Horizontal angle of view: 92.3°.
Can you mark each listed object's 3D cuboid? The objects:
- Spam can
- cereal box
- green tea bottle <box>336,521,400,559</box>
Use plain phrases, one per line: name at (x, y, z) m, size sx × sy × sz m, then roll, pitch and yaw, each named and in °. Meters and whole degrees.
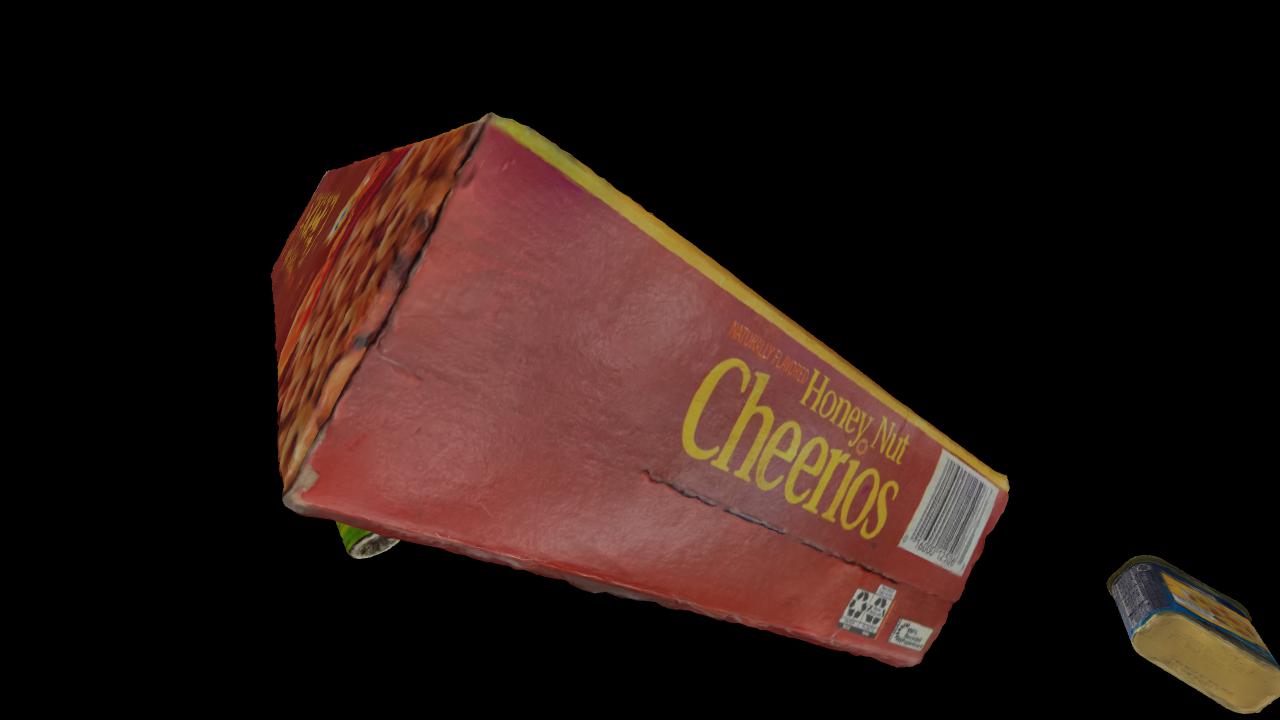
Spam can at (0.469, 0.230, 0.523) m, size 0.101 × 0.058 × 0.085 m, roll 31°, pitch 26°, yaw 15°
cereal box at (-0.041, -0.004, 0.270) m, size 0.203 × 0.081 × 0.306 m, roll 29°, pitch -2°, yaw -33°
green tea bottle at (-0.364, 0.141, 0.774) m, size 0.073 × 0.212 × 0.073 m, roll -26°, pitch -26°, yaw -14°
